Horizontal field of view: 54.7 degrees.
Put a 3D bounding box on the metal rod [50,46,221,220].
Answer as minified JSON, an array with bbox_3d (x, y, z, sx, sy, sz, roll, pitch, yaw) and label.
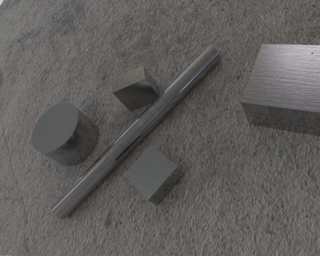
[{"bbox_3d":[-0.029,0.004,0.416,0.300,0.025,0.025,-46,51,-4],"label":"metal rod"}]

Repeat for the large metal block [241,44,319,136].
[{"bbox_3d":[0.144,-0.043,0.339,0.080,0.050,0.080,12,68,33],"label":"large metal block"}]

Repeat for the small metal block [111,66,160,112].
[{"bbox_3d":[-0.033,-0.054,0.439,0.050,0.050,0.025,-21,54,16],"label":"small metal block"}]

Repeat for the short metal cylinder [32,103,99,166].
[{"bbox_3d":[-0.138,0.010,0.454,0.080,0.050,0.080,-13,56,21],"label":"short metal cylinder"}]

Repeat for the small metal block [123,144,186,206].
[{"bbox_3d":[-0.007,0.056,0.373,0.050,0.025,0.050,-48,51,-6],"label":"small metal block"}]
